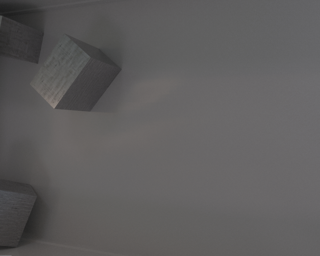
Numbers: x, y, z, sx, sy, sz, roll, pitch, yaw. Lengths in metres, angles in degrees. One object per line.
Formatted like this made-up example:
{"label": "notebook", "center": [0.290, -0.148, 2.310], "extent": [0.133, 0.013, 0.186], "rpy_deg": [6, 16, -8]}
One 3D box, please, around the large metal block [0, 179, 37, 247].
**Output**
{"label": "large metal block", "center": [-0.240, 0.121, 0.453], "extent": [0.050, 0.080, 0.080], "rpy_deg": [20, 88, 54]}

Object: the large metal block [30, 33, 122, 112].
{"label": "large metal block", "center": [-0.111, -0.070, 0.420], "extent": [0.050, 0.080, 0.080], "rpy_deg": [43, 103, 15]}

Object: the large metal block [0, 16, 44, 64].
{"label": "large metal block", "center": [-0.239, -0.135, 0.466], "extent": [0.080, 0.080, 0.050], "rpy_deg": [15, 95, 19]}
